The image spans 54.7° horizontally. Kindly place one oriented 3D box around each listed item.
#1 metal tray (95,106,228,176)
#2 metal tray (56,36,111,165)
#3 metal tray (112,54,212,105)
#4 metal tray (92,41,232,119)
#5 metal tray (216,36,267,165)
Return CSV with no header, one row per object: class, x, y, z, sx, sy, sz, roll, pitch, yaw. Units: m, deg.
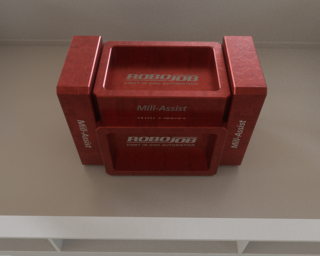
metal tray,0.002,0.017,0.344,0.131,0.089,0.030,0,50,0
metal tray,-0.079,-0.028,0.357,0.030,0.129,0.090,0,51,0
metal tray,0.003,-0.052,0.402,0.131,0.090,0.030,0,51,0
metal tray,0.002,-0.053,0.327,0.131,0.030,0.090,1,50,0
metal tray,0.084,-0.027,0.357,0.030,0.129,0.090,1,51,1
